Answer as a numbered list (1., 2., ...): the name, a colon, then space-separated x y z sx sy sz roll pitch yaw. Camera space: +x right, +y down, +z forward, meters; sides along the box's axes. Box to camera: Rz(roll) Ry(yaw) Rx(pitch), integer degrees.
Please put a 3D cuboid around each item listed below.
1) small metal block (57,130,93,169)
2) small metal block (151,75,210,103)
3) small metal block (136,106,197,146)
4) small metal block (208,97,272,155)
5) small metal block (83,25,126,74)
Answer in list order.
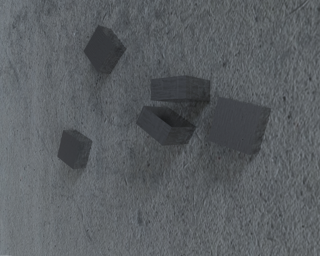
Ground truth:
1. small metal block: -0.145 0.036 0.525 0.050 0.025 0.050 27 107 36
2. small metal block: 0.025 -0.045 0.368 0.050 0.050 0.025 1 91 40
3. small metal block: 0.008 -0.003 0.382 0.050 0.050 0.025 38 114 33
4. small metal block: 0.085 -0.003 0.335 0.050 0.025 0.050 20 103 38
5. small metal block: -0.086 -0.120 0.476 0.050 0.025 0.050 -50 61 28
